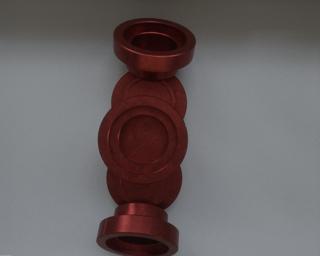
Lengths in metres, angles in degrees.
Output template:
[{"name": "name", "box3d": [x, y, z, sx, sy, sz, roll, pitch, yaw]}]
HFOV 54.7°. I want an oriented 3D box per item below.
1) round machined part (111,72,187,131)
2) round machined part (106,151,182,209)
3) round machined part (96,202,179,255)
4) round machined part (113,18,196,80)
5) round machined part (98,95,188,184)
[{"name": "round machined part", "box3d": [-0.014, -0.033, 0.401, 0.099, 0.042, 0.097, 0, 90, -1]}, {"name": "round machined part", "box3d": [-0.020, 0.065, 0.401, 0.099, 0.042, 0.097, 0, 90, -1]}, {"name": "round machined part", "box3d": [-0.026, 0.126, 0.383, 0.099, 0.097, 0.042, 6, 53, -1]}, {"name": "round machined part", "box3d": [-0.008, -0.095, 0.383, 0.099, 0.098, 0.042, 7, 132, -1]}, {"name": "round machined part", "box3d": [-0.018, 0.013, 0.358, 0.099, 0.042, 0.097, 0, 90, -1]}]
